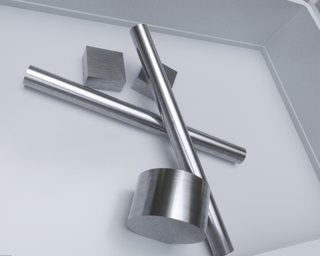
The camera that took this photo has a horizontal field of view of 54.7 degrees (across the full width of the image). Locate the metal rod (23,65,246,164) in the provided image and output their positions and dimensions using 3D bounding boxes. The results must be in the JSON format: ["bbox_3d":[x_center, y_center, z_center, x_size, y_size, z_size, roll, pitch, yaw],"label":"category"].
[{"bbox_3d":[-0.019,-0.011,0.403,0.302,0.025,0.025,21,54,-16],"label":"metal rod"}]

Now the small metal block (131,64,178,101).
[{"bbox_3d":[-0.008,-0.069,0.445,0.050,0.025,0.050,27,52,-12],"label":"small metal block"}]

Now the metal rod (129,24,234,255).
[{"bbox_3d":[0.023,0.007,0.385,0.025,0.025,0.299,-14,78,-34],"label":"metal rod"}]

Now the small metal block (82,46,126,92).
[{"bbox_3d":[-0.075,-0.078,0.414,0.050,0.025,0.050,5,60,-26],"label":"small metal block"}]

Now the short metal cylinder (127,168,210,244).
[{"bbox_3d":[0.011,0.084,0.326,0.080,0.080,0.050,23,53,-15],"label":"short metal cylinder"}]
